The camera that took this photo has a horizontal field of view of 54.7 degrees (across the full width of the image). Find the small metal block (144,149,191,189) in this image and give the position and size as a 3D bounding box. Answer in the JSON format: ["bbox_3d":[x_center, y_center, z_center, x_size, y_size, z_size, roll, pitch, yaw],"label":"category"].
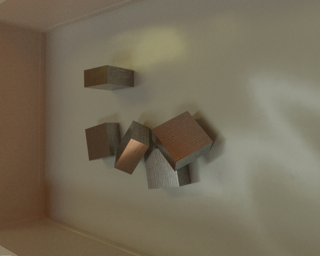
[{"bbox_3d":[0.009,0.050,0.398,0.050,0.025,0.050,-14,81,39],"label":"small metal block"}]

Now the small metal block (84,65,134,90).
[{"bbox_3d":[-0.074,-0.071,0.449,0.050,0.050,0.025,-2,89,39],"label":"small metal block"}]

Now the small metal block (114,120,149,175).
[{"bbox_3d":[-0.037,0.026,0.418,0.050,0.025,0.050,-58,16,24],"label":"small metal block"}]

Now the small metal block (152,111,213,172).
[{"bbox_3d":[0.025,0.015,0.365,0.050,0.050,0.025,53,161,26],"label":"small metal block"}]

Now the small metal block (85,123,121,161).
[{"bbox_3d":[-0.086,0.021,0.476,0.050,0.025,0.050,-15,81,38],"label":"small metal block"}]
